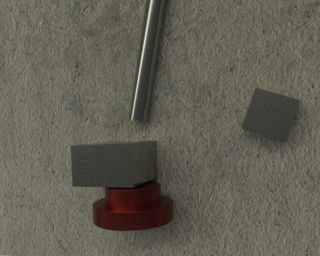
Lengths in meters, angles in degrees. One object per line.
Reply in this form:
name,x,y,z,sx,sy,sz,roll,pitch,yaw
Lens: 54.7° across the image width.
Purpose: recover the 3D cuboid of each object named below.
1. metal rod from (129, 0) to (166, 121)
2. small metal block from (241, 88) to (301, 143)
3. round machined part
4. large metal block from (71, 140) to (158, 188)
metal rod,-0.007,-0.158,0.410,0.025,0.025,0.298,10,93,19
small metal block,0.129,-0.015,0.363,0.050,0.025,0.050,20,97,18
round machined part,-0.033,0.090,0.381,0.098,0.098,0.042,-2,89,19
large metal block,-0.055,0.044,0.398,0.080,0.080,0.050,-3,89,19
